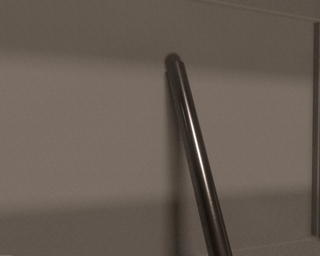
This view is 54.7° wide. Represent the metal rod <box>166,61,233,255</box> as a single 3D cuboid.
[{"bbox_3d":[0.048,0.052,0.365,0.025,0.025,0.299,-3,66,-20],"label":"metal rod"}]
